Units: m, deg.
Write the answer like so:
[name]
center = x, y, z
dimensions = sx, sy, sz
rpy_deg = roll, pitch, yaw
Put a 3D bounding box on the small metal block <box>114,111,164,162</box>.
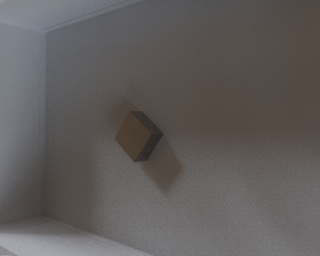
[small metal block]
center = -0.030, 0.011, 0.430
dimensions = 0.050, 0.025, 0.050
rpy_deg = 46, 117, 30
